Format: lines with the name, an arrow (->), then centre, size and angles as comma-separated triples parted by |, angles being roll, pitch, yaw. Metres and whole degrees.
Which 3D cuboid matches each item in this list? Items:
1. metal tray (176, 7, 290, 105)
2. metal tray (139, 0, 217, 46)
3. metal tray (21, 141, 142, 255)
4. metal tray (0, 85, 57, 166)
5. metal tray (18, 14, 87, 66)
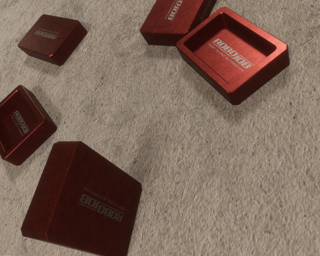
metal tray -> 0.092, -0.100, 0.412 | 0.090, 0.030, 0.130 | -38, 51, 2
metal tray -> 0.035, -0.192, 0.499 | 0.090, 0.030, 0.130 | 14, 68, 33
metal tray -> -0.070, 0.080, 0.323 | 0.030, 0.130, 0.090 | -2, 61, 27
metal tray -> -0.241, -0.009, 0.529 | 0.090, 0.030, 0.130 | -45, 51, -4
metal tray -> -0.218, -0.179, 0.622 | 0.130, 0.030, 0.090 | 23, 73, 36
